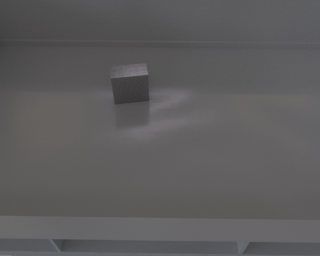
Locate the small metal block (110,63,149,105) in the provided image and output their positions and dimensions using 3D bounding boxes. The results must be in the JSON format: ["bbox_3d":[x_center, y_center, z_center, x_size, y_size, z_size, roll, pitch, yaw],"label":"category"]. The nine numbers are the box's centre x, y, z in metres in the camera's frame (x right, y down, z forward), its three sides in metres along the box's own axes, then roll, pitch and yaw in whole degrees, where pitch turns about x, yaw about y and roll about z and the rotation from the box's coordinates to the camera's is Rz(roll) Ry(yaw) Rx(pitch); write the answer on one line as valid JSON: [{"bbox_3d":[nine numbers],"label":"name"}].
[{"bbox_3d":[-0.042,-0.062,0.441,0.050,0.050,0.025,-7,51,-6],"label":"small metal block"}]
